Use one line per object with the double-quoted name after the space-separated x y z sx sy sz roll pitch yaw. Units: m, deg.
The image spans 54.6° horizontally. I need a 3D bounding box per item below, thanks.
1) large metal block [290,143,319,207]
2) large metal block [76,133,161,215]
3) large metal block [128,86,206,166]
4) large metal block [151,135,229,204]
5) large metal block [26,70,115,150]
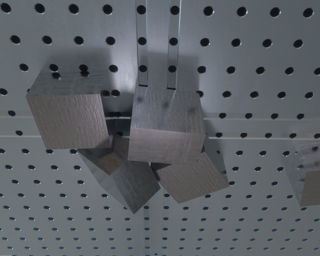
0.242 0.067 0.454 0.080 0.050 0.080 -8 130 6 "large metal block"
-0.054 0.056 0.414 0.050 0.080 0.080 -41 132 -23 "large metal block"
0.006 -0.004 0.372 0.080 0.080 0.050 6 130 -5 "large metal block"
0.042 0.055 0.442 0.080 0.050 0.080 -24 126 19 "large metal block"
-0.102 -0.021 0.376 0.080 0.050 0.080 -2 130 1 "large metal block"
